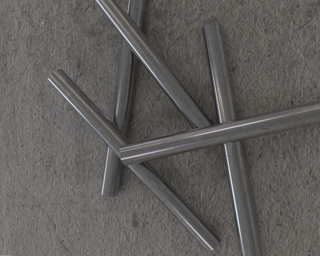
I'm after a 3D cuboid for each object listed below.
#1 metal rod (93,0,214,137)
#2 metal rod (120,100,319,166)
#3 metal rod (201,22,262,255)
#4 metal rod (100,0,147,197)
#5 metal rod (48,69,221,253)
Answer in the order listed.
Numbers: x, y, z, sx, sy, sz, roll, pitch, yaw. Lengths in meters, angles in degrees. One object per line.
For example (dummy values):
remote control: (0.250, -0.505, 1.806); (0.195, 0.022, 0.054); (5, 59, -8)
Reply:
metal rod: (-0.026, -0.107, 0.395); (0.025, 0.025, 0.299); (-38, 87, 16)
metal rod: (0.100, 0.000, 0.349); (0.301, 0.025, 0.025); (-13, 86, 10)
metal rod: (0.088, 0.021, 0.377); (0.025, 0.025, 0.298); (-10, 87, 20)
metal rod: (-0.049, -0.055, 0.426); (0.025, 0.025, 0.298); (10, 93, 19)
metal rod: (-0.036, 0.038, 0.400); (0.300, 0.025, 0.025); (46, 104, 5)
